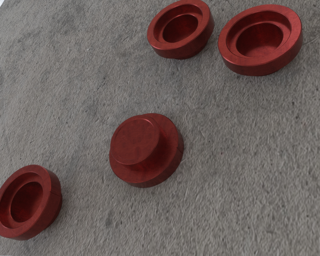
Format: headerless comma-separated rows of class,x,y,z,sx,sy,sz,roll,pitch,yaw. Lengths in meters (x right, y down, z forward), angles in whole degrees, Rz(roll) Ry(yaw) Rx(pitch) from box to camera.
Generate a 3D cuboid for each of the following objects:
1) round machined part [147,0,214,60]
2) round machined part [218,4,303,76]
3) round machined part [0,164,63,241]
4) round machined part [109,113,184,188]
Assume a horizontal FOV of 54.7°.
round machined part,0.034,-0.141,0.462,0.098,0.042,0.098,-13,56,21
round machined part,0.127,-0.105,0.391,0.098,0.042,0.098,-13,56,21
round machined part,-0.174,0.103,0.422,0.098,0.042,0.098,-13,56,21
round machined part,-0.023,0.022,0.391,0.098,0.042,0.098,-13,56,21
